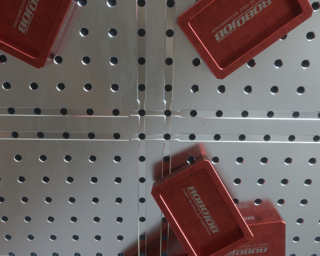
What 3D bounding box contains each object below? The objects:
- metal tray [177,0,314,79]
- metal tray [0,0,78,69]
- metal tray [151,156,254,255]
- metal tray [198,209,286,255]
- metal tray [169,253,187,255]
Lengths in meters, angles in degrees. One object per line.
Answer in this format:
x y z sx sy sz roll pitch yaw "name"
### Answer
0.096 -0.131 0.363 0.130 0.030 0.090 -36 107 11 "metal tray"
-0.149 -0.146 0.354 0.090 0.030 0.129 27 108 -10 "metal tray"
0.058 0.116 0.432 0.090 0.030 0.130 -30 93 4 "metal tray"
0.123 0.178 0.478 0.131 0.030 0.089 -7 110 2 "metal tray"
0.008 0.244 0.478 0.130 0.030 0.090 -23 110 28 "metal tray"
